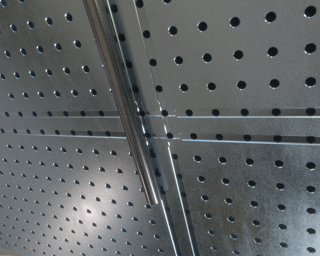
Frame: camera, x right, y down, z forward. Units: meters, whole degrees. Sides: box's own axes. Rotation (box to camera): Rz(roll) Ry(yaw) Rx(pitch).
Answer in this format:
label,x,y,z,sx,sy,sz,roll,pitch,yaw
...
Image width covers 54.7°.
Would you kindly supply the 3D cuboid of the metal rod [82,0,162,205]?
label,x,y,z,sx,sy,sz,roll,pitch,yaw
metal rod,-0.043,-0.020,0.419,0.025,0.025,0.298,0,118,28
